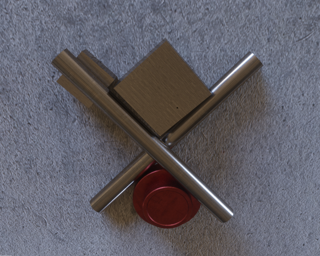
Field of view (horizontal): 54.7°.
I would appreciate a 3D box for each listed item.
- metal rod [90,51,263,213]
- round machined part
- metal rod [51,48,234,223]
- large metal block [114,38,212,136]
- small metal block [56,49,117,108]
[{"bbox_3d":[0.013,0.014,0.418,0.025,0.025,0.299,43,104,-15],"label":"metal rod"},{"bbox_3d":[0.011,0.102,0.439,0.099,0.042,0.097,0,110,-1],"label":"round machined part"},{"bbox_3d":[-0.011,0.020,0.391,0.025,0.025,0.300,-42,105,13],"label":"metal rod"},{"bbox_3d":[0.003,-0.051,0.380,0.080,0.050,0.080,-40,106,13],"label":"large metal block"},{"bbox_3d":[-0.091,-0.062,0.388,0.050,0.025,0.050,41,105,-14],"label":"small metal block"}]
